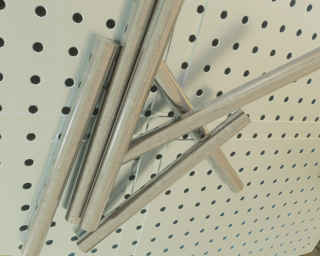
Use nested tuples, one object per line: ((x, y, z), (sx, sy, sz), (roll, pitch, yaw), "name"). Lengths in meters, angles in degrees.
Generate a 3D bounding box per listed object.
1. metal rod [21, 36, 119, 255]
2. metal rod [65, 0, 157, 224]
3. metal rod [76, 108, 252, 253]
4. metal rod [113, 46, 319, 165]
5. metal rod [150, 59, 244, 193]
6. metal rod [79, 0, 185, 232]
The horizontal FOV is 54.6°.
((-0.114, 0.037, 0.371), (0.025, 0.025, 0.298), (12, 112, -33), "metal rod")
((-0.064, -0.008, 0.370), (0.025, 0.025, 0.298), (9, 114, -32), "metal rod")
((0.001, 0.077, 0.437), (0.300, 0.025, 0.025), (-40, 130, 7), "metal rod")
((0.069, -0.024, 0.390), (0.301, 0.025, 0.025), (-26, 129, 5), "metal rod")
((0.063, 0.013, 0.452), (0.025, 0.025, 0.300), (-40, 129, -1), "metal rod")
((-0.040, -0.003, 0.358), (0.025, 0.025, 0.298), (10, 113, -33), "metal rod")
